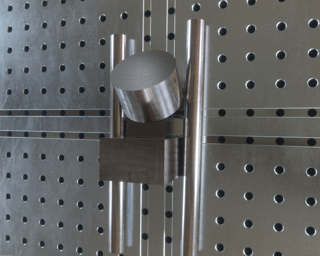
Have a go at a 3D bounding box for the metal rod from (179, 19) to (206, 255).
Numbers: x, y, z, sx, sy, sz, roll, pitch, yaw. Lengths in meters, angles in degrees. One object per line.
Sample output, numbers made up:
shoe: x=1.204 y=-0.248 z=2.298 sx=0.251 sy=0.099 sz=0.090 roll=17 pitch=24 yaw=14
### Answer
metal rod: x=0.042 y=0.014 z=0.398 sx=0.025 sy=0.025 sz=0.298 roll=2 pitch=91 yaw=20

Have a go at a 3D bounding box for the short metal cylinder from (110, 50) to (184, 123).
short metal cylinder: x=-0.015 y=-0.052 z=0.381 sx=0.080 sy=0.050 sz=0.080 roll=-9 pitch=44 yaw=9

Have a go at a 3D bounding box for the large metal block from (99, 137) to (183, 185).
large metal block: x=-0.019 y=0.037 z=0.388 sx=0.080 sy=0.080 sz=0.050 roll=1 pitch=91 yaw=20

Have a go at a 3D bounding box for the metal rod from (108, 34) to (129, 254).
metal rod: x=-0.058 y=0.022 z=0.433 sx=0.025 sy=0.025 sz=0.298 roll=1 pitch=90 yaw=20

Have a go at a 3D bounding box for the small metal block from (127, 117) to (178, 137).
small metal block: x=-0.008 y=-0.001 z=0.402 sx=0.050 sy=0.050 sz=0.025 roll=2 pitch=91 yaw=19
